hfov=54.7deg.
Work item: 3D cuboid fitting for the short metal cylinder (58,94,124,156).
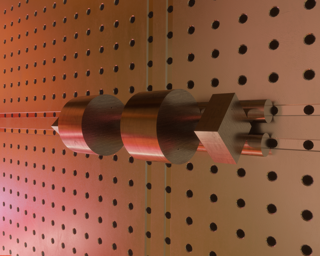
[{"bbox_3d":[-0.087,-0.004,0.417,0.050,0.081,0.079,1,91,40],"label":"short metal cylinder"}]

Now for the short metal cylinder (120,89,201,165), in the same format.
[{"bbox_3d":[0.003,-0.002,0.342,0.050,0.081,0.079,1,91,40],"label":"short metal cylinder"}]

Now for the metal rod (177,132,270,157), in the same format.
[{"bbox_3d":[-0.006,0.014,0.415,0.300,0.025,0.025,1,91,40],"label":"metal rod"}]

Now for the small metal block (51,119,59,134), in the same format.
[{"bbox_3d":[-0.125,-0.004,0.467,0.025,0.050,0.050,1,49,40],"label":"small metal block"}]

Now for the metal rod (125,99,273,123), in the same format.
[{"bbox_3d":[-0.004,-0.020,0.413,0.300,0.025,0.025,1,91,40],"label":"metal rod"}]

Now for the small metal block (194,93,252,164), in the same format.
[{"bbox_3d":[0.065,0.001,0.310,0.025,0.050,0.050,1,50,40],"label":"small metal block"}]
